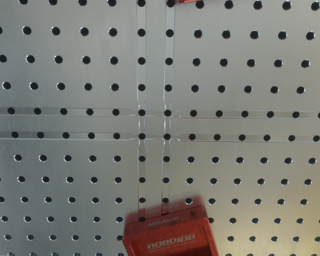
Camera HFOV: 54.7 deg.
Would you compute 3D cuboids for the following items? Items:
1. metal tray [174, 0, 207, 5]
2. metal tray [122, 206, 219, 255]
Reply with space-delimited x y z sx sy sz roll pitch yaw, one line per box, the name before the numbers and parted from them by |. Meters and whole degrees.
metal tray | 0.080 -0.155 0.322 0.131 0.090 0.030 -9 110 3
metal tray | 0.018 0.179 0.477 0.131 0.030 0.089 -16 110 5
